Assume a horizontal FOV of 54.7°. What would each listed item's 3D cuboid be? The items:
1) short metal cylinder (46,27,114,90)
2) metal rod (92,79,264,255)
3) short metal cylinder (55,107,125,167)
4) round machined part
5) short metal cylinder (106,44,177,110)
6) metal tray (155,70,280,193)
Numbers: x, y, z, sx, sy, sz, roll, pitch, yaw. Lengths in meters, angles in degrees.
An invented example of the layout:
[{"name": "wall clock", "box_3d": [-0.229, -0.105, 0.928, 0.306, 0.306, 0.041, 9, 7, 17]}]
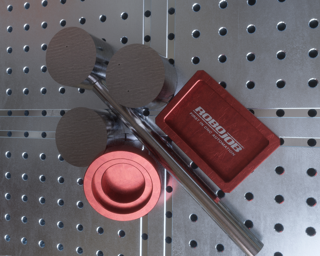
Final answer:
[{"name": "short metal cylinder", "box_3d": [-0.112, -0.096, 0.439, 0.080, 0.050, 0.080, 0, 90, 20]}, {"name": "metal rod", "box_3d": [0.014, 0.043, 0.408, 0.300, 0.025, 0.025, 46, 104, 14]}, {"name": "short metal cylinder", "box_3d": [-0.097, 0.012, 0.433, 0.080, 0.050, 0.080, 0, 90, 20]}, {"name": "round machined part", "box_3d": [-0.047, 0.068, 0.409, 0.099, 0.042, 0.097, 0, 105, 1]}, {"name": "short metal cylinder", "box_3d": [-0.023, -0.065, 0.407, 0.080, 0.050, 0.080, 0, 90, 20]}, {"name": "metal tray", "box_3d": [0.069, 0.003, 0.384, 0.130, 0.030, 0.090, 45, 104, 14]}]
